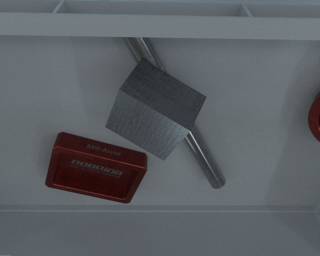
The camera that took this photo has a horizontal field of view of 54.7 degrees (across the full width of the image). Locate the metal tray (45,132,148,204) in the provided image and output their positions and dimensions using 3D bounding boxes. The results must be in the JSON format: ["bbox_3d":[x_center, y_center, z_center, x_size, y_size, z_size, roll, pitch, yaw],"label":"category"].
[{"bbox_3d":[-0.094,0.062,0.457,0.131,0.030,0.089,16,128,-14],"label":"metal tray"}]

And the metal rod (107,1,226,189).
[{"bbox_3d":[0.024,-0.017,0.394,0.025,0.025,0.299,-21,128,16],"label":"metal rod"}]

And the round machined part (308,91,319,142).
[{"bbox_3d":[0.234,-0.017,0.369,0.098,0.042,0.097,21,136,23],"label":"round machined part"}]

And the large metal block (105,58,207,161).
[{"bbox_3d":[-0.007,-0.017,0.348,0.080,0.050,0.080,30,146,-3],"label":"large metal block"}]
